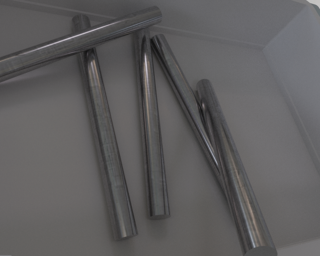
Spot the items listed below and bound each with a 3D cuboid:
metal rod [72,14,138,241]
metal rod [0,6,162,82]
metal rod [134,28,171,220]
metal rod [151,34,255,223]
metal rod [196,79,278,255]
[{"bbox_3d":[-0.073,-0.019,0.377,0.025,0.025,0.299,-2,63,-29],"label":"metal rod"},{"bbox_3d":[-0.118,-0.097,0.374,0.302,0.025,0.025,-31,79,-30],"label":"metal rod"},{"bbox_3d":[-0.015,-0.031,0.416,0.025,0.025,0.299,8,58,-24],"label":"metal rod"},{"bbox_3d":[0.054,-0.011,0.440,0.025,0.025,0.299,-12,68,-33],"label":"metal rod"},{"bbox_3d":[0.072,0.015,0.359,0.025,0.025,0.300,22,29,-15],"label":"metal rod"}]
